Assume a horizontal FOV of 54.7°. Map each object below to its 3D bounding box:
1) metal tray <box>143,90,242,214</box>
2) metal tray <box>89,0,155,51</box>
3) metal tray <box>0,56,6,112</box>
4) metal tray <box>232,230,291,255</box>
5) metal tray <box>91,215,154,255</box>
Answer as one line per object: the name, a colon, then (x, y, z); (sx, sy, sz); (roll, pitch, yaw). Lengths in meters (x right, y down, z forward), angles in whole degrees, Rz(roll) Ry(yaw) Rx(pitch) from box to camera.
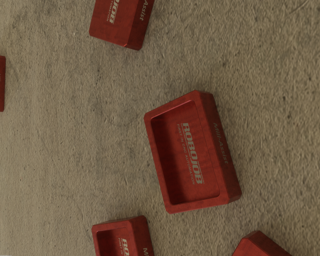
metal tray: (0.035, 0.030, 0.372); (0.090, 0.030, 0.129); (-23, 76, 37)
metal tray: (-0.051, -0.186, 0.444); (0.090, 0.030, 0.129); (27, 107, 36)
metal tray: (-0.403, -0.105, 0.735); (0.090, 0.030, 0.129); (6, 94, 39)
metal tray: (0.122, 0.178, 0.301); (0.130, 0.030, 0.089); (35, 112, 34)
metal tray: (-0.048, 0.197, 0.441); (0.090, 0.030, 0.129); (-21, 77, 38)
